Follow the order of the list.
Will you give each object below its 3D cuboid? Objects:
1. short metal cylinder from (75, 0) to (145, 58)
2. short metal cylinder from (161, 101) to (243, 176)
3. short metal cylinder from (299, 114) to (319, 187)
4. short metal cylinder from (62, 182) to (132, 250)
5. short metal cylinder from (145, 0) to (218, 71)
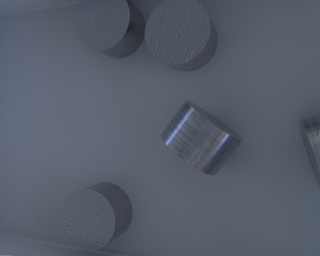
[{"bbox_3d":[-0.067,-0.140,0.421,0.080,0.050,0.080,0,90,20],"label":"short metal cylinder"},{"bbox_3d":[0.049,0.011,0.364,0.080,0.080,0.050,39,102,16],"label":"short metal cylinder"},{"bbox_3d":[0.181,0.023,0.317,0.050,0.080,0.080,-17,84,19],"label":"short metal cylinder"},{"bbox_3d":[-0.086,0.119,0.427,0.080,0.050,0.080,0,90,20],"label":"short metal cylinder"},{"bbox_3d":[0.028,-0.115,0.387,0.080,0.050,0.080,0,90,20],"label":"short metal cylinder"}]
